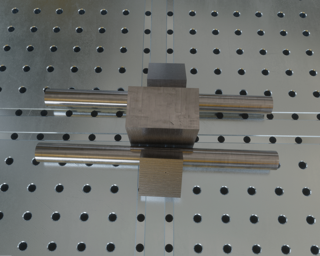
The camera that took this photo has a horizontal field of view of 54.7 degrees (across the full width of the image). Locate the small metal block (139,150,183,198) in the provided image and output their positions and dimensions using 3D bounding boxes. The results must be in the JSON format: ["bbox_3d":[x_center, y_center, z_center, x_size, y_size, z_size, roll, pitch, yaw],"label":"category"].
[{"bbox_3d":[0.001,0.055,0.375,0.050,0.025,0.050,3,108,0],"label":"small metal block"}]

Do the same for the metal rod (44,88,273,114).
[{"bbox_3d":[-0.002,-0.036,0.420,0.302,0.025,0.025,2,70,0],"label":"metal rod"}]

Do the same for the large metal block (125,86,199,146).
[{"bbox_3d":[0.003,-0.010,0.381,0.081,0.080,0.050,2,70,0],"label":"large metal block"}]

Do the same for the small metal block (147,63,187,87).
[{"bbox_3d":[0.009,-0.066,0.420,0.050,0.025,0.050,1,36,0],"label":"small metal block"}]

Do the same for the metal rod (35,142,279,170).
[{"bbox_3d":[-0.004,0.036,0.395,0.302,0.025,0.025,2,70,0],"label":"metal rod"}]
